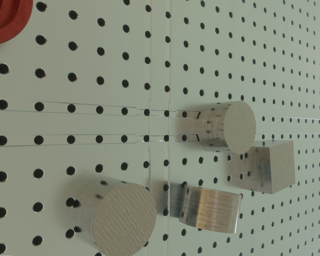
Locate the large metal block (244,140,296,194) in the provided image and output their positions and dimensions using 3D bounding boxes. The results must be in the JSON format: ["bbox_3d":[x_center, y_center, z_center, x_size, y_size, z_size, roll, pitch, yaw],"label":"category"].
[{"bbox_3d":[0.199,0.067,0.560,0.081,0.050,0.079,-9,96,-40],"label":"large metal block"}]

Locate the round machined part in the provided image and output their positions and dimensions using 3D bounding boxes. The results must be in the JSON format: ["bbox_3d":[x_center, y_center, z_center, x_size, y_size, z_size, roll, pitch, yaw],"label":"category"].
[{"bbox_3d":[-0.162,-0.115,0.255,0.099,0.042,0.097,-6,98,-49],"label":"round machined part"}]

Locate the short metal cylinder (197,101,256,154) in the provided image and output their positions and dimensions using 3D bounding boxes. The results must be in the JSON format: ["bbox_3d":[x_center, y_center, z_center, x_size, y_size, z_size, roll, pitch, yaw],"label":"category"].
[{"bbox_3d":[0.104,-0.001,0.480,0.081,0.050,0.080,0,90,-40],"label":"short metal cylinder"}]

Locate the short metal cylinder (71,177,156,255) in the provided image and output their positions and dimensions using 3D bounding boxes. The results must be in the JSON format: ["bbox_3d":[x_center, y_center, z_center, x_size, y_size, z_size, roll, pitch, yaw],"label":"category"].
[{"bbox_3d":[-0.051,0.099,0.350,0.081,0.050,0.080,0,90,-40],"label":"short metal cylinder"}]

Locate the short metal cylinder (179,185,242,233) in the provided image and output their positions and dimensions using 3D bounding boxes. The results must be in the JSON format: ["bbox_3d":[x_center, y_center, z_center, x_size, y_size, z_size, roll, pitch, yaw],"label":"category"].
[{"bbox_3d":[0.070,0.111,0.432,0.081,0.080,0.050,17,79,-39],"label":"short metal cylinder"}]
